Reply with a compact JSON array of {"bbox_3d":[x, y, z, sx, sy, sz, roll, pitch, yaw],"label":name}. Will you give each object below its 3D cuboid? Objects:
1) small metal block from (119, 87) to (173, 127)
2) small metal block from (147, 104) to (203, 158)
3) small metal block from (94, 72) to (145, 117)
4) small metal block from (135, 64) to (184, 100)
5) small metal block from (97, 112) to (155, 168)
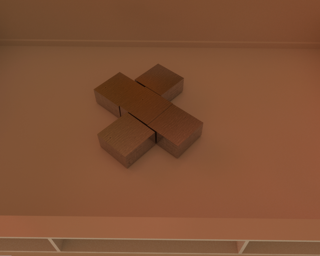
[{"bbox_3d":[-0.018,-0.023,0.420,0.050,0.025,0.050,34,58,25],"label":"small metal block"},{"bbox_3d":[0.020,0.003,0.400,0.050,0.025,0.050,34,58,25],"label":"small metal block"},{"bbox_3d":[-0.057,-0.047,0.442,0.050,0.025,0.050,34,58,25],"label":"small metal block"},{"bbox_3d":[-0.001,-0.063,0.455,0.050,0.025,0.050,34,57,25],"label":"small metal block"},{"bbox_3d":[-0.042,0.014,0.391,0.050,0.025,0.050,35,59,26],"label":"small metal block"}]
